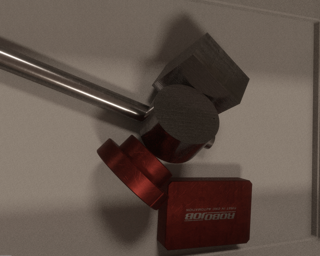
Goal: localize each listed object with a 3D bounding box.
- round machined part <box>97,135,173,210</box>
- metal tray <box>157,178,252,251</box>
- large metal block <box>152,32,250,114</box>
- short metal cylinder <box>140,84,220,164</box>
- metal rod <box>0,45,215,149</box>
[{"bbox_3d":[-0.024,0.046,0.362,0.042,0.098,0.098,-45,105,-6],"label":"round machined part"},{"bbox_3d":[0.064,0.116,0.433,0.131,0.030,0.089,3,89,-21],"label":"metal tray"},{"bbox_3d":[0.051,-0.058,0.394,0.080,0.080,0.050,43,50,-16],"label":"large metal block"},{"bbox_3d":[0.022,-0.005,0.367,0.081,0.050,0.080,11,56,-17],"label":"short metal cylinder"},{"bbox_3d":[-0.062,-0.034,0.388,0.302,0.025,0.025,21,83,-19],"label":"metal rod"}]
